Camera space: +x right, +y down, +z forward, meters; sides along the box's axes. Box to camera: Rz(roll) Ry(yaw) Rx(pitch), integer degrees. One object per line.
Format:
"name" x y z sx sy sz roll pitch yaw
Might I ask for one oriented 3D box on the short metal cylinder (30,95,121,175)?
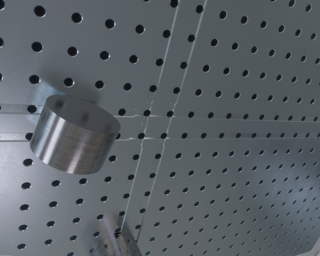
"short metal cylinder" -0.089 0.006 0.331 0.081 0.080 0.050 15 110 -35

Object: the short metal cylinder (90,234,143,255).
"short metal cylinder" -0.067 0.217 0.493 0.081 0.050 0.079 -14 124 -21
